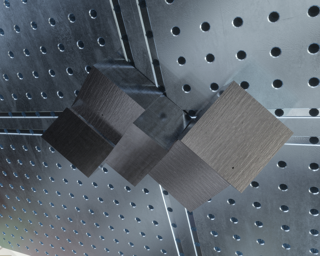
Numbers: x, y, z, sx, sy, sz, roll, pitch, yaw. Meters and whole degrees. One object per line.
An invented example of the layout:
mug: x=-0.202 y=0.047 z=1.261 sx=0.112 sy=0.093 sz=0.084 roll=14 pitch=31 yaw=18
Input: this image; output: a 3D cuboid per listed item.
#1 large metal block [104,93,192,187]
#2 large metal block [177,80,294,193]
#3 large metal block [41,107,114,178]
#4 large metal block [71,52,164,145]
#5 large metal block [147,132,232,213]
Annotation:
large metal block: x=-0.014 y=0.014 z=0.392 sx=0.050 sy=0.080 sz=0.080 roll=40 pitch=129 yaw=-1
large metal block: x=0.077 y=0.009 z=0.333 sx=0.080 sy=0.050 sz=0.080 roll=41 pitch=89 yaw=-1
large metal block: x=-0.104 y=0.018 z=0.433 sx=0.080 sy=0.080 sz=0.050 roll=41 pitch=91 yaw=-1
large metal block: x=-0.056 y=-0.036 z=0.403 sx=0.080 sy=0.050 sz=0.080 roll=41 pitch=131 yaw=-1
large metal block: x=0.042 y=0.050 z=0.404 sx=0.080 sy=0.050 sz=0.080 roll=43 pitch=129 yaw=1
